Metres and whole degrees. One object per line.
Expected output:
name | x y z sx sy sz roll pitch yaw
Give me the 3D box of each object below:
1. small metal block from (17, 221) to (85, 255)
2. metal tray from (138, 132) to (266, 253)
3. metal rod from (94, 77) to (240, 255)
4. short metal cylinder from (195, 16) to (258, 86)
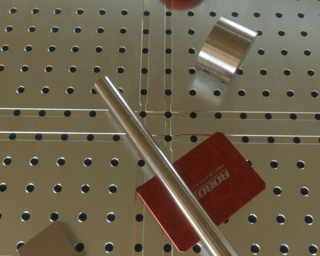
small metal block | -0.125 0.144 0.357 0.050 0.025 0.050 -37 74 -13
metal tray | 0.050 0.076 0.382 0.131 0.030 0.090 -34 74 -12
metal rod | 0.011 0.058 0.358 0.025 0.025 0.299 -33 74 -12
short metal cylinder | 0.090 -0.104 0.422 0.050 0.080 0.080 30 73 10
